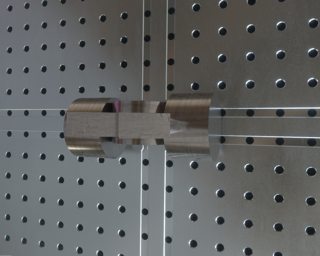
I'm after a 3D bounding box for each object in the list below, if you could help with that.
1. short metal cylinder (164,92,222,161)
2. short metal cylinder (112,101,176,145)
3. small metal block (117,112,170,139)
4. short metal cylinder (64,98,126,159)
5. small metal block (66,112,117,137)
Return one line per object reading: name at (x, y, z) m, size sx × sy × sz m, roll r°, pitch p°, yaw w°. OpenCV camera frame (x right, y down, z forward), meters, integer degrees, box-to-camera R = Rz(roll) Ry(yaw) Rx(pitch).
short metal cylinder at (0.041, -0.002, 0.368) m, size 0.050 × 0.080 × 0.079 m, roll 1°, pitch 90°, yaw 21°
short metal cylinder at (-0.020, -0.006, 0.390) m, size 0.080 × 0.080 × 0.050 m, roll 1°, pitch 91°, yaw 20°
small metal block at (-0.019, -0.003, 0.324) m, size 0.050 × 0.050 × 0.025 m, roll 1°, pitch 91°, yaw -11°
short metal cylinder at (-0.082, 0.000, 0.412) m, size 0.050 × 0.080 × 0.079 m, roll 1°, pitch 91°, yaw 20°
small metal block at (-0.074, -0.004, 0.339) m, size 0.050 × 0.050 × 0.025 m, roll 1°, pitch 91°, yaw -12°
